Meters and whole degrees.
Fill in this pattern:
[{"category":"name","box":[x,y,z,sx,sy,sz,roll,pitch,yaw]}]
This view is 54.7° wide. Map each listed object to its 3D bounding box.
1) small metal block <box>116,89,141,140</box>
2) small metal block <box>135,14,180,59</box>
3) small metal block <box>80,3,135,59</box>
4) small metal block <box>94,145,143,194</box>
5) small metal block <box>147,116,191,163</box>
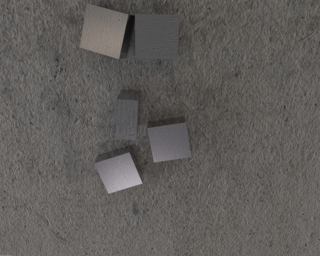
[{"category":"small metal block","box":[-0.039,-0.018,0.389,0.025,0.050,0.050,3,110,-1]},{"category":"small metal block","box":[-0.004,-0.109,0.369,0.050,0.025,0.050,1,110,-1]},{"category":"small metal block","box":[-0.061,-0.112,0.361,0.050,0.025,0.050,18,110,9]},{"category":"small metal block","box":[-0.056,0.057,0.430,0.050,0.025,0.050,-18,109,6]},{"category":"small metal block","box":[0.013,0.015,0.415,0.050,0.025,0.050,-9,110,3]}]
